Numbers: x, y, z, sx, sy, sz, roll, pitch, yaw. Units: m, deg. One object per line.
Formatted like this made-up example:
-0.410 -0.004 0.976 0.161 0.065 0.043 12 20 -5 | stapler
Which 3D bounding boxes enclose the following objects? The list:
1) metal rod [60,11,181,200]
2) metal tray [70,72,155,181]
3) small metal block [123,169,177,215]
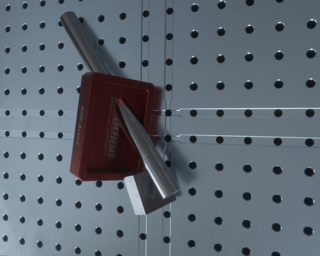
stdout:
-0.061 -0.042 0.414 0.025 0.025 0.299 -37 71 16 | metal rod
-0.059 0.000 0.397 0.030 0.091 0.129 12 95 53 | metal tray
-0.013 0.078 0.398 0.025 0.050 0.050 -21 86 52 | small metal block
